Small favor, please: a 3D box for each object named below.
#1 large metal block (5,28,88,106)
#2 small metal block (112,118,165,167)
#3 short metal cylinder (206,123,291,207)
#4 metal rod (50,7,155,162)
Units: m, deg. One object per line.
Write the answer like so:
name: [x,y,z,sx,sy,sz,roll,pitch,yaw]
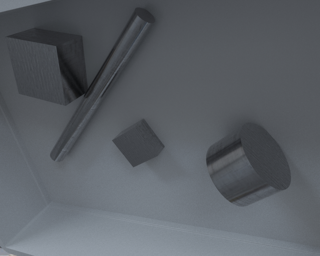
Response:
large metal block: [-0.149,-0.084,0.417,0.080,0.050,0.079,14,124,19]
small metal block: [-0.030,0.022,0.437,0.050,0.025,0.050,-29,103,37]
short metal cylinder: [0.099,0.041,0.346,0.080,0.080,0.050,47,129,-5]
metal rod: [-0.095,-0.038,0.433,0.025,0.025,0.298,42,129,-1]
